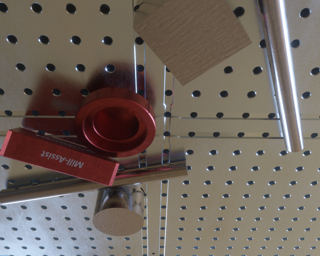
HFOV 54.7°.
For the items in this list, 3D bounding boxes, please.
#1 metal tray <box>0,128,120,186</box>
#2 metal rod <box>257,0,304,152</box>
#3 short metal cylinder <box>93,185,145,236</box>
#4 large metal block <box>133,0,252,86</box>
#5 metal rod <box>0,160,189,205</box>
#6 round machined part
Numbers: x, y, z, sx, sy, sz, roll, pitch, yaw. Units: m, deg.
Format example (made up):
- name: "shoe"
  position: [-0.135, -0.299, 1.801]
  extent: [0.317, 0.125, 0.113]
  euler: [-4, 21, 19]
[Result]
- name: "metal tray"
  position: [-0.125, 0.035, 0.398]
  extent: [0.131, 0.090, 0.030]
  euler: [19, 86, -17]
- name: "metal rod"
  position: [0.134, -0.080, 0.345]
  extent: [0.025, 0.025, 0.299]
  euler: [-17, 129, 14]
- name: "short metal cylinder"
  position: [-0.066, 0.134, 0.508]
  extent: [0.081, 0.050, 0.079]
  euler: [0, 130, 0]
- name: "large metal block"
  position: [0.031, -0.102, 0.309]
  extent: [0.080, 0.050, 0.080]
  euler: [-31, 124, 23]
- name: "metal rod"
  position: [-0.106, 0.086, 0.483]
  extent: [0.301, 0.025, 0.025]
  euler: [-10, 130, 8]
- name: "round machined part"
  position: [-0.054, -0.011, 0.390]
  extent: [0.099, 0.042, 0.097]
  euler: [0, 131, 0]
